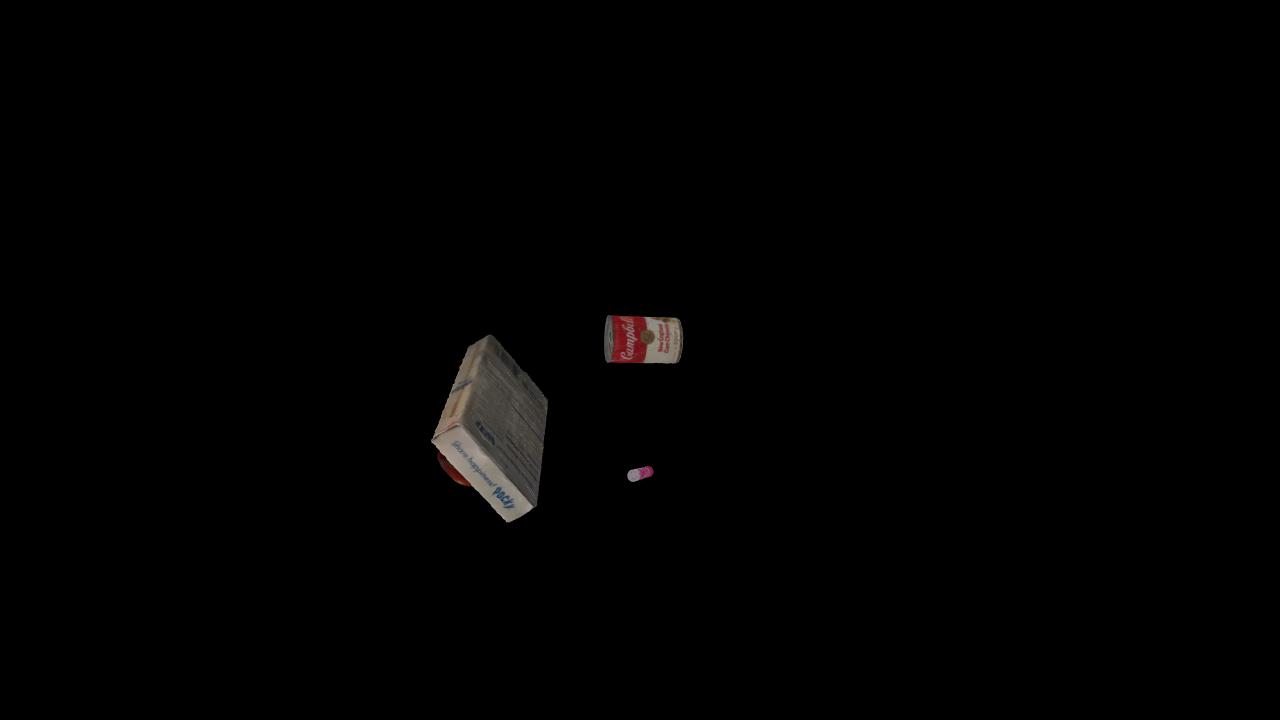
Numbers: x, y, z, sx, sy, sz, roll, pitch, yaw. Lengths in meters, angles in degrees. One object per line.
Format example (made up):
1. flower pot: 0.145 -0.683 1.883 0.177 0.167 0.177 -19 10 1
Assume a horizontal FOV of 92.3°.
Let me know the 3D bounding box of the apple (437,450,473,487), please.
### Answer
1. apple: -0.274 0.160 0.985 0.093 0.079 0.079 20 4 12

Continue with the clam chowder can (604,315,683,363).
1. clam chowder can: 0.004 -0.028 0.874 0.102 0.068 0.068 1 0 -13

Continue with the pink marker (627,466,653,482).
1. pink marker: 0.002 0.183 0.994 0.020 0.020 0.121 0 -7 12

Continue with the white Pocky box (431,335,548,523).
1. white Pocky box: -0.107 0.044 0.470 0.028 0.084 0.154 -31 24 9
